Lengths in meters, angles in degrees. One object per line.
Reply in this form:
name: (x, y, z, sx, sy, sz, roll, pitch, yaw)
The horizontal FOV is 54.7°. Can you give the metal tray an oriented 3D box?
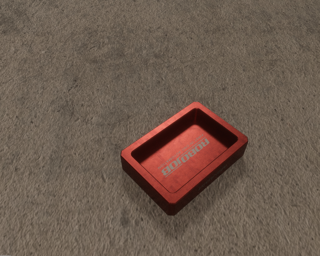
metal tray: (0.030, 0.030, 0.374, 0.131, 0.030, 0.090, -35, 58, -26)
